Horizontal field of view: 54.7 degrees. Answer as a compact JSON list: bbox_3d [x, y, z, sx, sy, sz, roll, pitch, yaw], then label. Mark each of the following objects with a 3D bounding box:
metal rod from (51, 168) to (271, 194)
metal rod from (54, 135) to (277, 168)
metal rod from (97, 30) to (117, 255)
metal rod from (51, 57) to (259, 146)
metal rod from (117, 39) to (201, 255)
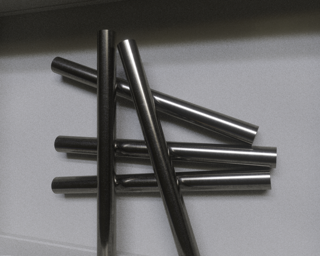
[{"bbox_3d":[-0.012,0.073,0.412,0.301,0.025,0.025,-5,88,19],"label":"metal rod"},{"bbox_3d":[-0.007,0.029,0.410,0.301,0.025,0.025,2,91,19],"label":"metal rod"},{"bbox_3d":[-0.070,0.024,0.405,0.025,0.025,0.298,0,90,19],"label":"metal rod"},{"bbox_3d":[-0.020,-0.042,0.414,0.301,0.025,0.025,21,97,18],"label":"metal rod"},{"bbox_3d":[0.000,0.034,0.381,0.025,0.025,0.299,-19,84,19],"label":"metal rod"}]
